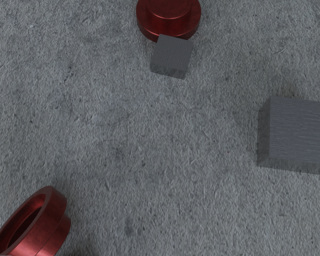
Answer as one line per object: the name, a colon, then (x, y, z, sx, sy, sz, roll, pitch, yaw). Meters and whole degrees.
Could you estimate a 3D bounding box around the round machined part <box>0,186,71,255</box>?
round machined part: (-0.136, 0.114, 0.336, 0.098, 0.098, 0.042, -49, 113, -16)

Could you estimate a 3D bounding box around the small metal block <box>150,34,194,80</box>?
small metal block: (0.017, -0.102, 0.446, 0.050, 0.025, 0.050, 15, 71, 5)

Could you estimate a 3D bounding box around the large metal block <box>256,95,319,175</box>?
large metal block: (0.172, 0.010, 0.393, 0.080, 0.050, 0.080, 8, 70, 2)

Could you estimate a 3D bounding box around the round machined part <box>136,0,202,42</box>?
round machined part: (0.013, -0.178, 0.464, 0.099, 0.042, 0.098, 0, 70, -1)
